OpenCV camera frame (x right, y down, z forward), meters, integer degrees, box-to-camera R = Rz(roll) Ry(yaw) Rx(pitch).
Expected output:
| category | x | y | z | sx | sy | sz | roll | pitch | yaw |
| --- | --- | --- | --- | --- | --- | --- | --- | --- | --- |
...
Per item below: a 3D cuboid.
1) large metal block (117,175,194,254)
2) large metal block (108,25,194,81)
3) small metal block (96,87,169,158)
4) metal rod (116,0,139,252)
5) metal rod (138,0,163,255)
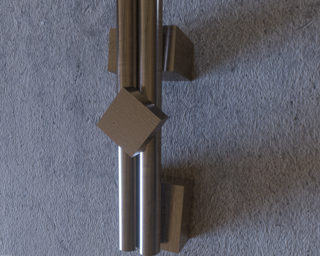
| category | x | y | z | sx | sy | sz | roll | pitch | yaw |
| --- | --- | --- | --- | --- | --- | --- | --- | --- | --- |
| large metal block | -0.004 | 0.104 | 0.398 | 0.080 | 0.050 | 0.079 | 5 | 92 | 20 |
| large metal block | -0.008 | -0.089 | 0.384 | 0.080 | 0.080 | 0.050 | 4 | 91 | 20 |
| small metal block | -0.028 | -0.007 | 0.316 | 0.050 | 0.025 | 0.050 | 41 | 109 | 9 |
| metal rod | -0.035 | -0.008 | 0.345 | 0.025 | 0.025 | 0.298 | 3 | 98 | 20 |
| metal rod | -0.011 | -0.007 | 0.336 | 0.025 | 0.025 | 0.298 | 3 | 98 | 20 |
